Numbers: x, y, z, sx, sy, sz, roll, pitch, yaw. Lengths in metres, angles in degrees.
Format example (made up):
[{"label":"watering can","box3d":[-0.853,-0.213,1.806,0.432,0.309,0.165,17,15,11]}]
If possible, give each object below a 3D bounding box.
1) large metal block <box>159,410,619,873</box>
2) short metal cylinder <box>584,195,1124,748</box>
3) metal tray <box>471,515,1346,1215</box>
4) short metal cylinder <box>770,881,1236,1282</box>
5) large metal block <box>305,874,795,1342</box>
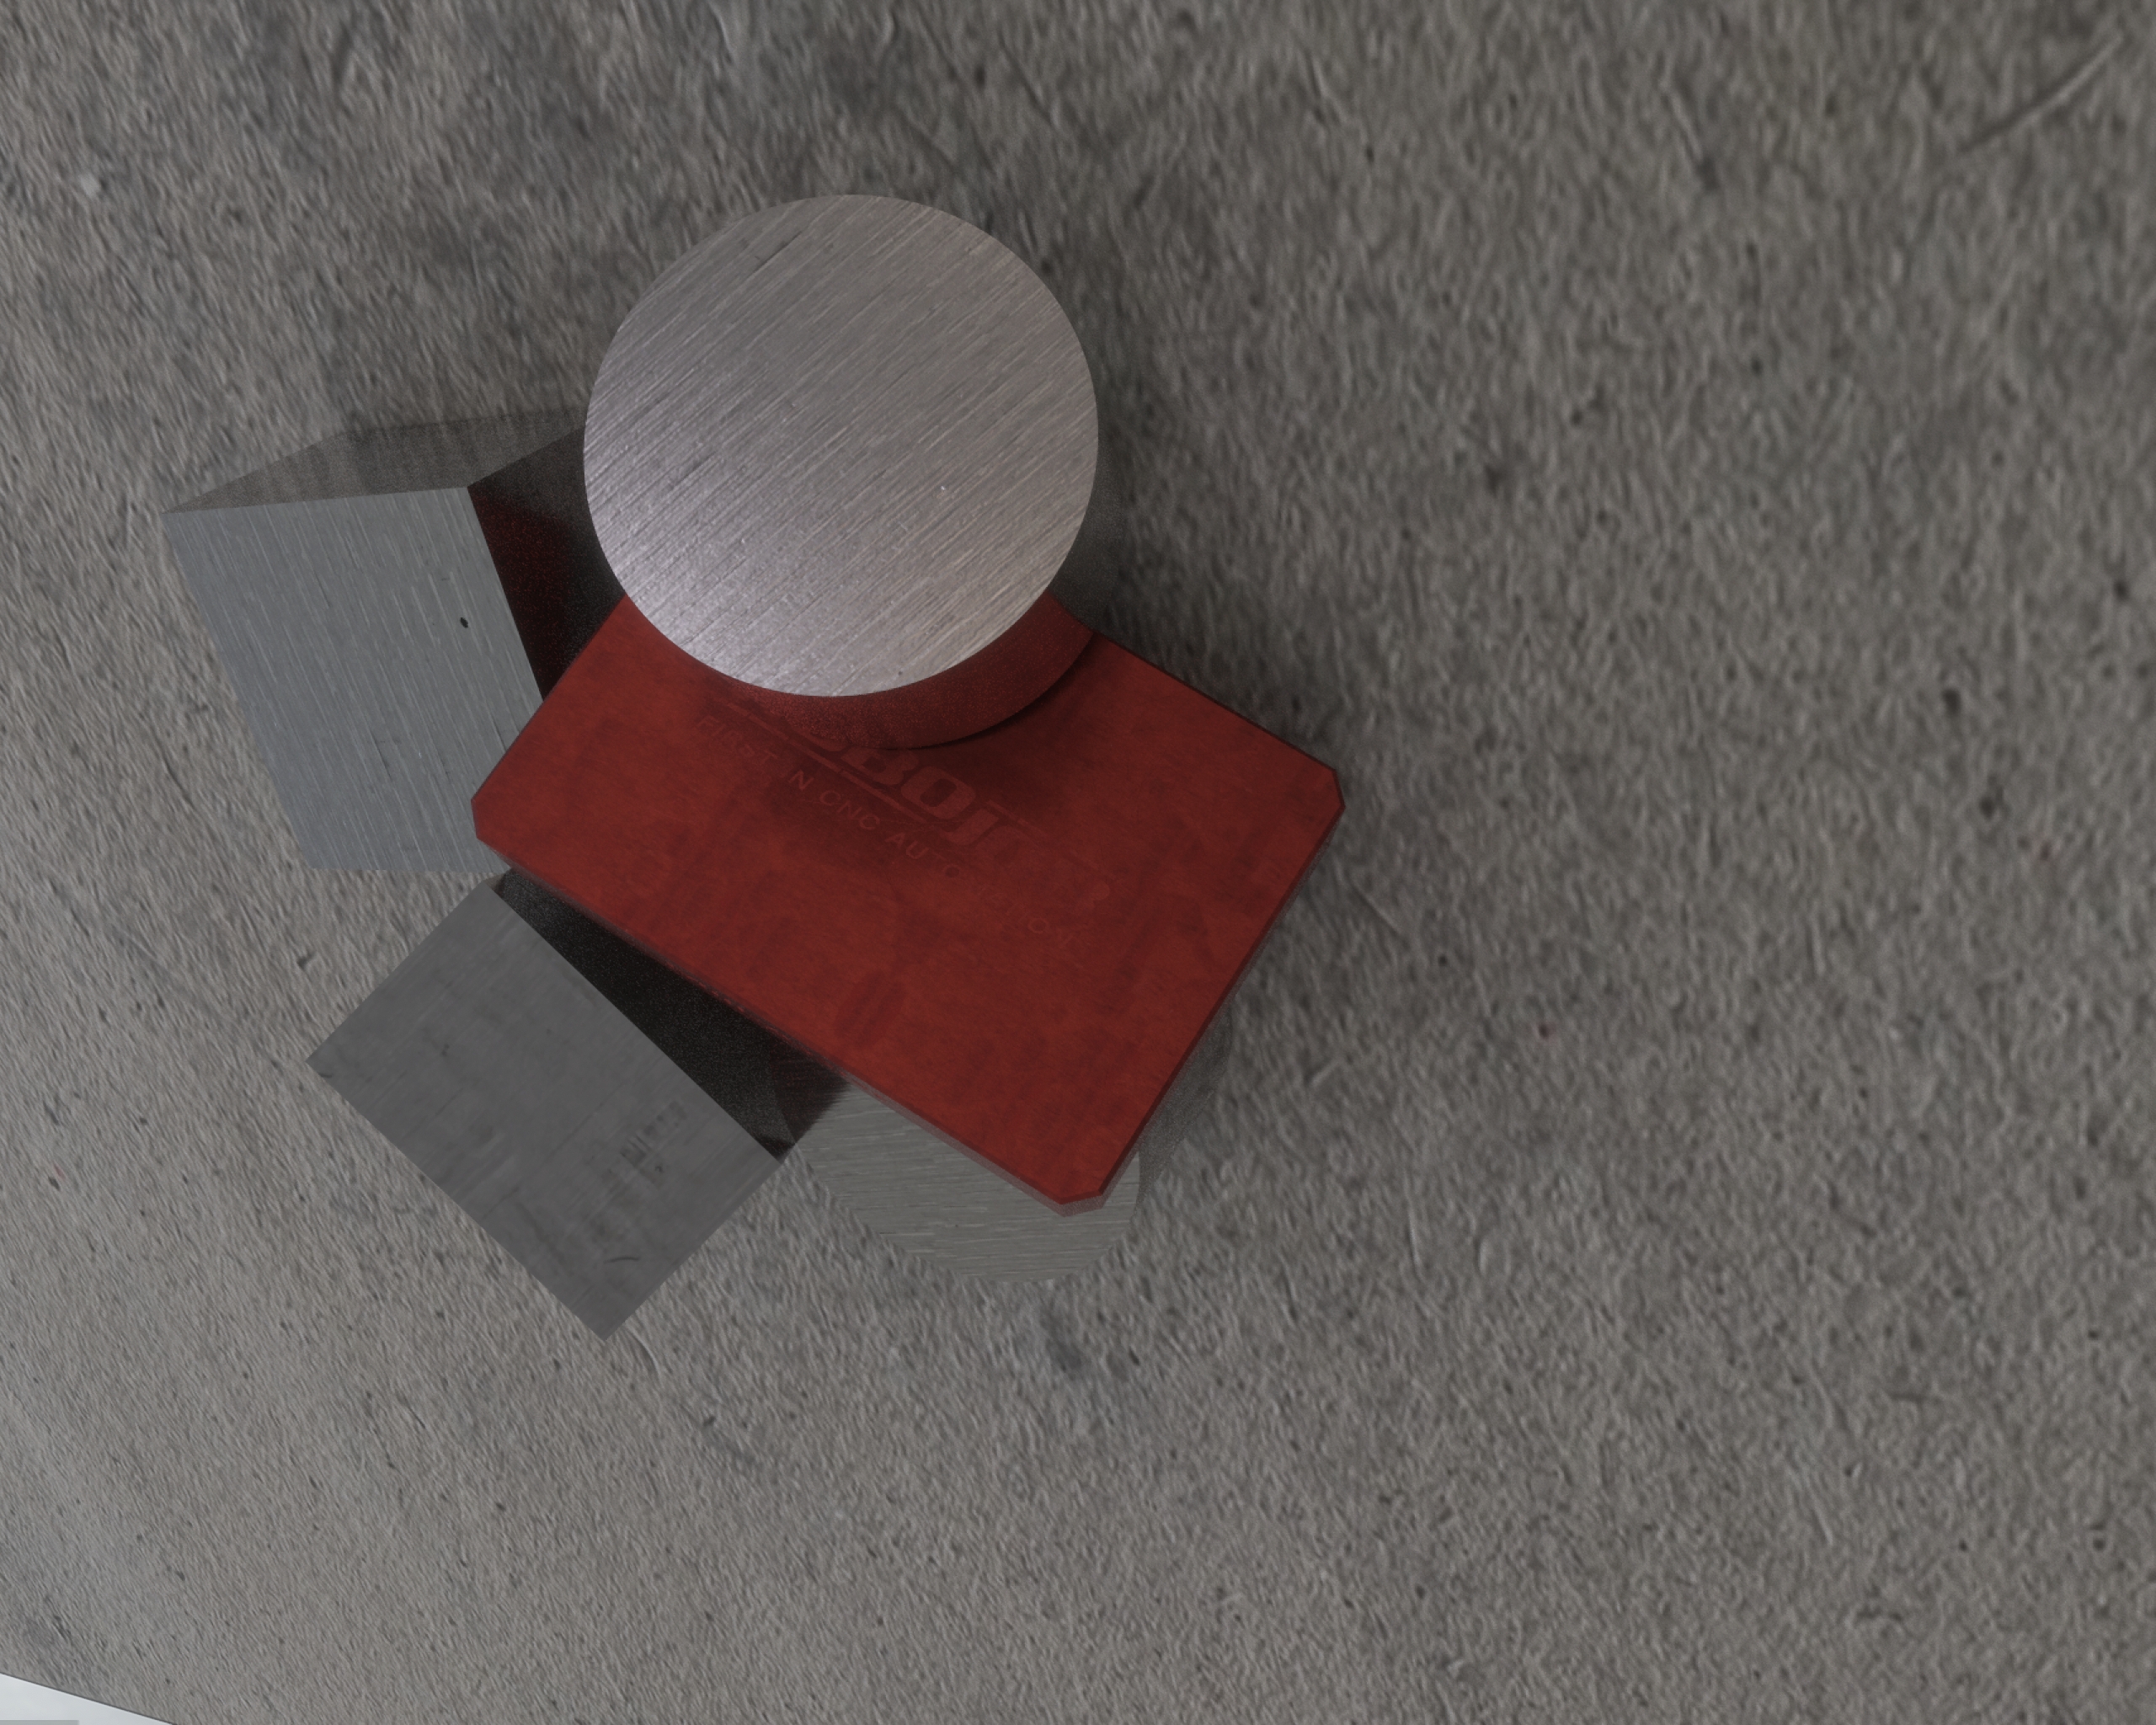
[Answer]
[{"label":"large metal block","box3d":[-0.126,-0.045,0.428,0.080,0.050,0.080,1,119,27]},{"label":"short metal cylinder","box3d":[-0.034,-0.062,0.346,0.080,0.050,0.080,-1,84,5]},{"label":"metal tray","box3d":[-0.030,-0.007,0.379,0.130,0.090,0.030,31,168,8]},{"label":"short metal cylinder","box3d":[-0.015,0.038,0.424,0.080,0.050,0.079,13,124,21]},{"label":"large metal block","box3d":[-0.104,0.046,0.447,0.080,0.080,0.050,44,93,-3]}]
